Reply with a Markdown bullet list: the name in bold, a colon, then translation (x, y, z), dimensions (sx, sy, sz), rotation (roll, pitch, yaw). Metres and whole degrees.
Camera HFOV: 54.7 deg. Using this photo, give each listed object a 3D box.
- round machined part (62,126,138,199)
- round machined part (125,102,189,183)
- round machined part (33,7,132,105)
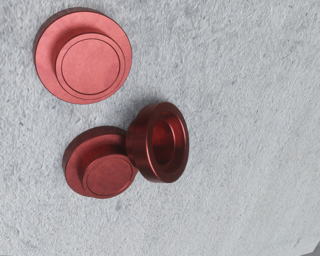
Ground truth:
- **round machined part**: translation (-0.068, 0.050, 0.389), dimensions (0.099, 0.042, 0.097), rotation (-14, 124, -21)
- **round machined part**: translation (-0.005, 0.018, 0.382), dimensions (0.099, 0.042, 0.097), rotation (11, 77, -56)
- **round machined part**: translation (-0.074, -0.067, 0.313), dimensions (0.099, 0.042, 0.097), rotation (-14, 124, -21)
